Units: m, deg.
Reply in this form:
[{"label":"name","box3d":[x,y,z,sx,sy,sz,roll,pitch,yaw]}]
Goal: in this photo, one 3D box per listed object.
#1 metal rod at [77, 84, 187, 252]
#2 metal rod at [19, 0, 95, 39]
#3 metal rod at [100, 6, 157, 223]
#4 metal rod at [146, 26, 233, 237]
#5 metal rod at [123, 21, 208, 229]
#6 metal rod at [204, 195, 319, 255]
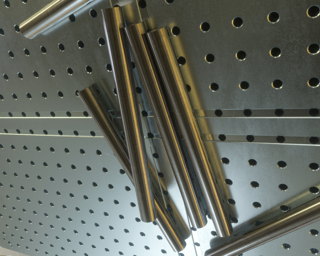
[{"label":"metal rod","box3d":[-0.036,0.071,0.474,0.025,0.025,0.299,-17,110,35]},{"label":"metal rod","box3d":[-0.060,-0.165,0.341,0.300,0.025,0.025,-14,111,34]},{"label":"metal rod","box3d":[-0.036,-0.002,0.413,0.025,0.025,0.298,4,115,26]},{"label":"metal rod","box3d":[0.045,0.020,0.400,0.025,0.025,0.299,-7,115,31]},{"label":"metal rod","box3d":[0.015,0.012,0.411,0.025,0.025,0.299,-5,116,30]},{"label":"metal rod","box3d":[0.162,0.124,0.402,0.025,0.025,0.299,43,129,-1]}]
